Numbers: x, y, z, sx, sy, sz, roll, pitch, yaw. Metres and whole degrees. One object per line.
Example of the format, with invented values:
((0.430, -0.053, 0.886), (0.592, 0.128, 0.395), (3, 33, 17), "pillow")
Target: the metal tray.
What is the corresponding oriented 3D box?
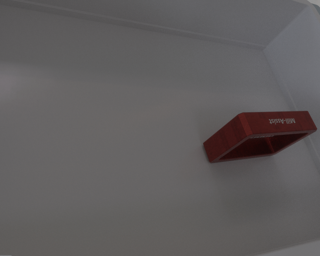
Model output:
((0.137, 0.012, 0.429), (0.131, 0.090, 0.030), (-3, 63, -29), "metal tray")
